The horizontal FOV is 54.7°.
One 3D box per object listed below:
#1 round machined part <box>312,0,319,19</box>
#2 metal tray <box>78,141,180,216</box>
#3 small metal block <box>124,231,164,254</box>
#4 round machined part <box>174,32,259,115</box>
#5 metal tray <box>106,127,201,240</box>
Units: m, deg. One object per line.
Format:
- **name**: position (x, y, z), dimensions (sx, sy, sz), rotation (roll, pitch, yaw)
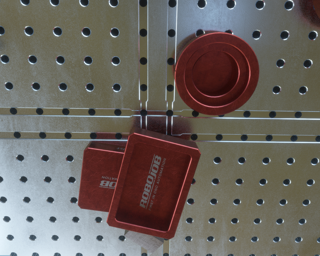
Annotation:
- **round machined part**: position (0.220, -0.159, 0.348), dimensions (0.099, 0.042, 0.097), rotation (0, 110, 0)
- **metal tray**: position (-0.042, 0.074, 0.433), dimensions (0.131, 0.030, 0.089), rotation (9, 104, -4)
- **small metal block**: position (-0.022, 0.145, 0.453), dimensions (0.050, 0.050, 0.025), rotation (37, 109, -13)
- **round machined part**: position (0.066, -0.068, 0.380), dimensions (0.099, 0.042, 0.097), rotation (0, 110, 0)
- **metal tray**: position (-0.010, 0.072, 0.401), dimensions (0.091, 0.030, 0.129), rotation (15, 103, -5)
